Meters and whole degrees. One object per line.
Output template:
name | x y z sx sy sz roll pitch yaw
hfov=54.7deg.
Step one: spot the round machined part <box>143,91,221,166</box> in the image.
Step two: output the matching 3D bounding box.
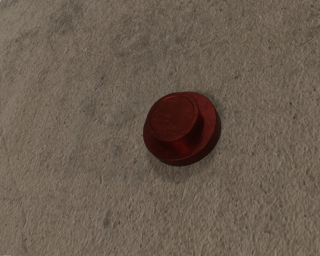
round machined part | 0.022 -0.005 0.384 0.098 0.042 0.098 -13 56 20
